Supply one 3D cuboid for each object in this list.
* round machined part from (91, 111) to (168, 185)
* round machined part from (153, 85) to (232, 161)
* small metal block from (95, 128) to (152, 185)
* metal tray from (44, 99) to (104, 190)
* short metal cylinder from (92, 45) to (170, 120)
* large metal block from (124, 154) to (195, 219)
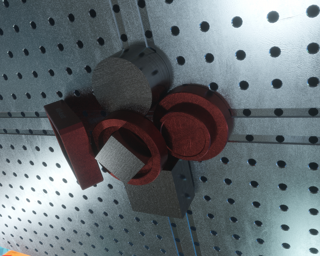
[{"bbox_3d":[-0.035,0.021,0.394,0.098,0.042,0.097,13,124,21],"label":"round machined part"},{"bbox_3d":[0.035,0.001,0.381,0.098,0.042,0.097,13,124,21],"label":"round machined part"},{"bbox_3d":[-0.043,0.033,0.375,0.050,0.025,0.050,41,129,0],"label":"small metal block"},{"bbox_3d":[-0.125,0.019,0.439,0.130,0.030,0.089,33,142,57],"label":"metal tray"},{"bbox_3d":[-0.035,-0.055,0.379,0.080,0.050,0.079,13,124,21],"label":"short metal cylinder"},{"bbox_3d":[-0.003,0.076,0.440,0.080,0.050,0.080,1,119,28],"label":"large metal block"}]
